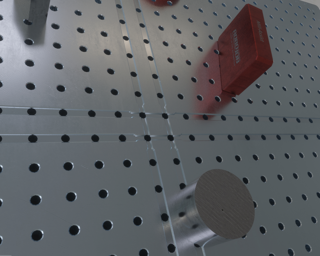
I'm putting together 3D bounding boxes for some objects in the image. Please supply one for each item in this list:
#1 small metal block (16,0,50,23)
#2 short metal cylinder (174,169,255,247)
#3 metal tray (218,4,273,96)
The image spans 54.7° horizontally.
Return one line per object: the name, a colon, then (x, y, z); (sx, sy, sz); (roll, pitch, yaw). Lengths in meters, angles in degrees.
small metal block: (-0.169, -0.177, 0.409); (0.025, 0.050, 0.050); (-21, 73, -36)
short metal cylinder: (0.064, 0.095, 0.368); (0.081, 0.050, 0.080); (14, 56, -21)
metal tray: (0.139, -0.132, 0.521); (0.030, 0.090, 0.130); (16, 55, -20)
